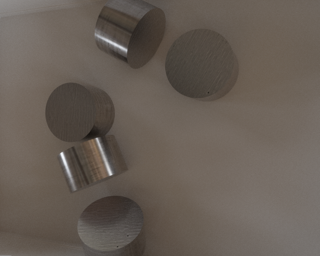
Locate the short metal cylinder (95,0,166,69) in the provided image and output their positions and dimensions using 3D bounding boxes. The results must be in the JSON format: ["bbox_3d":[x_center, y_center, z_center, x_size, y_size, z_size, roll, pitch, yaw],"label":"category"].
[{"bbox_3d":[-0.036,-0.123,0.394,0.050,0.080,0.080,31,100,17],"label":"short metal cylinder"}]

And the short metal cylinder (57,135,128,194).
[{"bbox_3d":[-0.089,0.048,0.413,0.080,0.080,0.050,-26,82,18],"label":"short metal cylinder"}]

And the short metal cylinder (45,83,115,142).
[{"bbox_3d":[-0.112,-0.021,0.437,0.080,0.050,0.080,0,90,20],"label":"short metal cylinder"}]

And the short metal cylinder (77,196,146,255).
[{"bbox_3d":[-0.060,0.134,0.395,0.080,0.080,0.050,13,129,19],"label":"short metal cylinder"}]

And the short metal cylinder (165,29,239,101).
[{"bbox_3d":[0.053,-0.074,0.379,0.080,0.050,0.080,0,90,20],"label":"short metal cylinder"}]
